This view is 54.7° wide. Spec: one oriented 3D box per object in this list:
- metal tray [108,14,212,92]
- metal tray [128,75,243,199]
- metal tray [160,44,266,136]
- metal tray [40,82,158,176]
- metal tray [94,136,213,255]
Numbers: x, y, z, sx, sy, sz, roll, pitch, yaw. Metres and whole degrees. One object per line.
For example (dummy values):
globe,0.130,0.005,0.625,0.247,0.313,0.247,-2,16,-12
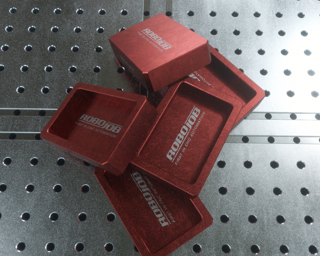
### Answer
metal tray,-0.004,-0.106,0.416,0.090,0.030,0.130,-29,43,-11
metal tray,0.032,0.007,0.375,0.090,0.030,0.130,27,72,9
metal tray,0.066,-0.056,0.430,0.090,0.030,0.130,-42,76,-14
metal tray,-0.077,-0.005,0.377,0.130,0.030,0.090,16,67,37
metal tray,-0.009,0.084,0.378,0.090,0.030,0.130,-31,73,-11
